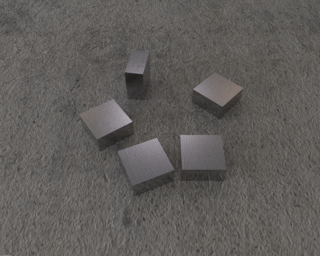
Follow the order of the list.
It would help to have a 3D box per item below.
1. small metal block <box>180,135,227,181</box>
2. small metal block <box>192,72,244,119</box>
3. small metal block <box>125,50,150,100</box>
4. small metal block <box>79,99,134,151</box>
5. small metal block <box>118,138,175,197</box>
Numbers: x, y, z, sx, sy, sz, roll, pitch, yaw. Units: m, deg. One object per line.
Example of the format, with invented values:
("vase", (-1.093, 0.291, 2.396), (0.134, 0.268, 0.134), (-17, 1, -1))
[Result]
("small metal block", (0.050, 0.036, 0.373), (0.050, 0.025, 0.050), (0, 50, 0))
("small metal block", (0.082, -0.047, 0.443), (0.050, 0.025, 0.050), (36, 58, 26))
("small metal block", (-0.031, -0.077, 0.451), (0.025, 0.050, 0.050), (7, 51, 6))
("small metal block", (-0.070, -0.005, 0.407), (0.050, 0.025, 0.050), (-28, 56, -22))
("small metal block", (-0.017, 0.045, 0.365), (0.050, 0.025, 0.050), (-19, 53, -15))
